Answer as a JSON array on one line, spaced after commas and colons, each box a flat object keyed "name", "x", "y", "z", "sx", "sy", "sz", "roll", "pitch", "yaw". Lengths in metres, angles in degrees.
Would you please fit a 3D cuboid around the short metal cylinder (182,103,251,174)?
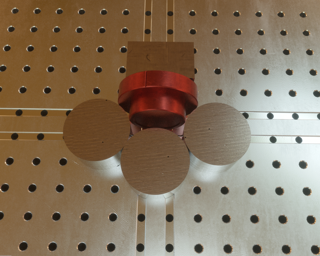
[{"name": "short metal cylinder", "x": 0.069, "y": 0.014, "z": 0.394, "sx": 0.081, "sy": 0.050, "sz": 0.080, "roll": 0, "pitch": 70, "yaw": 0}]

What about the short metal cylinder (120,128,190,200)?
[{"name": "short metal cylinder", "x": -0.005, "y": 0.045, "z": 0.382, "sx": 0.081, "sy": 0.050, "sz": 0.080, "roll": 0, "pitch": 70, "yaw": 0}]

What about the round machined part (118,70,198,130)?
[{"name": "round machined part", "x": -0.003, "y": -0.028, "z": 0.381, "sx": 0.099, "sy": 0.098, "sz": 0.042, "roll": 2, "pitch": 70, "yaw": 0}]

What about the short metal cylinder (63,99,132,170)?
[{"name": "short metal cylinder", "x": -0.076, "y": 0.009, "z": 0.395, "sx": 0.081, "sy": 0.050, "sz": 0.080, "roll": 0, "pitch": 70, "yaw": 0}]

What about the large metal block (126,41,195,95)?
[{"name": "large metal block", "x": 0.001, "y": -0.069, "z": 0.407, "sx": 0.081, "sy": 0.080, "sz": 0.050, "roll": 1, "pitch": 70, "yaw": 0}]
